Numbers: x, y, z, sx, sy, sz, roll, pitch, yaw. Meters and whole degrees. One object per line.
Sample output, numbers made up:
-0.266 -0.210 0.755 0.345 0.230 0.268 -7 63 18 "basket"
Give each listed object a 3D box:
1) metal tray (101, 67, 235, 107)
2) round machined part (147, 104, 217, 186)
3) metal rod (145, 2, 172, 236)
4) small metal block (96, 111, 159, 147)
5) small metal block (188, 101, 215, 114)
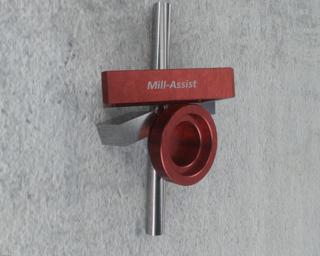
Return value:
0.003 -0.042 0.338 0.131 0.090 0.030 -4 92 -11 "metal tray"
0.024 0.019 0.381 0.099 0.042 0.097 -4 96 -42 "round machined part"
-0.002 -0.013 0.407 0.025 0.025 0.298 3 88 -40 "metal rod"
-0.038 0.000 0.360 0.050 0.050 0.025 -25 106 -38 "small metal block"
0.040 -0.030 0.426 0.050 0.050 0.025 -2 92 -40 "small metal block"
